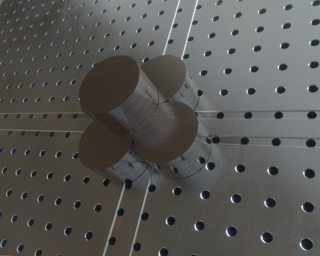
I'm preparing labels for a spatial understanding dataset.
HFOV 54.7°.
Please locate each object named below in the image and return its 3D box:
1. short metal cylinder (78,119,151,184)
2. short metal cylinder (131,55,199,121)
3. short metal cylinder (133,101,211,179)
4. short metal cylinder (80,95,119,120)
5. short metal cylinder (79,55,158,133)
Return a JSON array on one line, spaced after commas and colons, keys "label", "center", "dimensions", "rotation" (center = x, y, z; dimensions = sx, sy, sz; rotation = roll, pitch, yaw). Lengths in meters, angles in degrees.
[{"label": "short metal cylinder", "center": [-0.058, 0.026, 0.404], "dimensions": [0.080, 0.050, 0.080], "rotation": [-13, 56, 20]}, {"label": "short metal cylinder", "center": [0.007, -0.051, 0.418], "dimensions": [0.080, 0.050, 0.080], "rotation": [-13, 56, 20]}, {"label": "short metal cylinder", "center": [0.016, 0.015, 0.373], "dimensions": [0.080, 0.050, 0.080], "rotation": [-13, 56, 20]}, {"label": "short metal cylinder", "center": [-0.067, -0.039, 0.449], "dimensions": [0.080, 0.050, 0.080], "rotation": [-13, 56, 20]}, {"label": "short metal cylinder", "center": [-0.049, -0.040, 0.374], "dimensions": [0.080, 0.050, 0.080], "rotation": [-12, 58, 20]}]
